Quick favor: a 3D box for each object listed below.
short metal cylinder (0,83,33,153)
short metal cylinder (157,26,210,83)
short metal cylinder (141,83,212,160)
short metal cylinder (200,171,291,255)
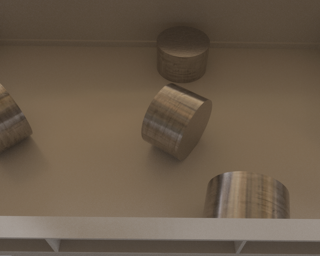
[{"bbox_3d":[-0.202,-0.012,0.377,0.050,0.080,0.080,-37,60,-27],"label":"short metal cylinder"},{"bbox_3d":[0.035,-0.116,0.487,0.081,0.050,0.080,0,50,0],"label":"short metal cylinder"},{"bbox_3d":[0.022,-0.008,0.376,0.050,0.080,0.080,28,55,21],"label":"short metal cylinder"},{"bbox_3d":[0.082,0.085,0.299,0.080,0.080,0.050,10,51,8],"label":"short metal cylinder"}]
